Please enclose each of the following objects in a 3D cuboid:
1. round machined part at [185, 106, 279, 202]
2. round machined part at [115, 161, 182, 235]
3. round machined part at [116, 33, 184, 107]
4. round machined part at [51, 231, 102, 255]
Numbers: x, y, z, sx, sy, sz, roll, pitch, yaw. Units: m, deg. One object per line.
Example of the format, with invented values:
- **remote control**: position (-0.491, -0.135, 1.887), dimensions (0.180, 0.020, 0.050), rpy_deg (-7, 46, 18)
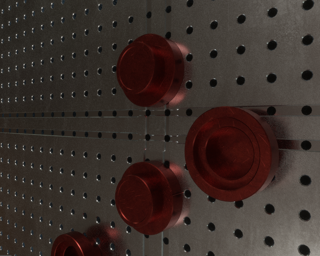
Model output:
- **round machined part**: position (0.078, 0.026, 0.332), dimensions (0.098, 0.042, 0.097), rpy_deg (0, 90, 39)
- **round machined part**: position (-0.022, 0.094, 0.414), dimensions (0.098, 0.042, 0.097), rpy_deg (0, 90, 39)
- **round machined part**: position (-0.020, -0.077, 0.413), dimensions (0.098, 0.042, 0.097), rpy_deg (0, 90, 39)
- **round machined part**: position (-0.132, 0.217, 0.504), dimensions (0.098, 0.042, 0.097), rpy_deg (0, 90, 39)
